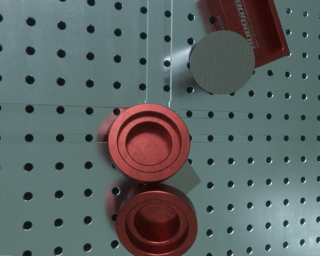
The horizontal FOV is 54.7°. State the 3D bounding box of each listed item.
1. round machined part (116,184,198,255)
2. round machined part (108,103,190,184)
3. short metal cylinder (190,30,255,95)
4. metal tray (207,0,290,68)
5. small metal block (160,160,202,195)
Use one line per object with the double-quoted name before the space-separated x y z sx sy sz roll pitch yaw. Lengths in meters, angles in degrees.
"round machined part" -0.003 0.114 0.390 0.099 0.042 0.097 1 106 2
"round machined part" -0.014 0.022 0.387 0.099 0.042 0.098 2 72 -6
"short metal cylinder" 0.081 -0.086 0.414 0.080 0.050 0.079 1 100 4
"metal tray" 0.131 -0.155 0.459 0.091 0.030 0.129 -24 98 -19
"small metal block" 0.020 0.067 0.421 0.050 0.025 0.050 -37 102 -17
